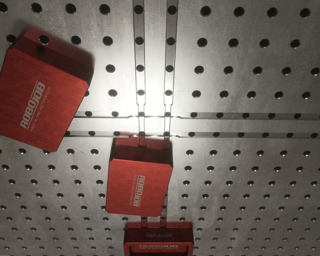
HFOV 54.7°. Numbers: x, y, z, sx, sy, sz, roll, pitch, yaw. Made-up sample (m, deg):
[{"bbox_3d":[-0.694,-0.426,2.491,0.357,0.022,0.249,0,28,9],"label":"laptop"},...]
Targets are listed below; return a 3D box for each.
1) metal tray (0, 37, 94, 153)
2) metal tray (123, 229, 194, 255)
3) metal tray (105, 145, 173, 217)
[{"bbox_3d":[-0.148,-0.034,0.378,0.091,0.030,0.129,23,126,-19],"label":"metal tray"},{"bbox_3d":[-0.002,0.235,0.608,0.131,0.030,0.089,0,130,-1],"label":"metal tray"},{"bbox_3d":[-0.035,0.086,0.482,0.091,0.030,0.129,6,130,-6],"label":"metal tray"}]
